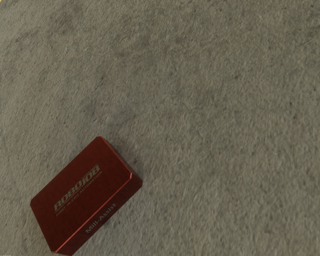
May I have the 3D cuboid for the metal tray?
[{"bbox_3d":[-0.097,0.084,0.398,0.130,0.030,0.090,-44,51,-3],"label":"metal tray"}]
